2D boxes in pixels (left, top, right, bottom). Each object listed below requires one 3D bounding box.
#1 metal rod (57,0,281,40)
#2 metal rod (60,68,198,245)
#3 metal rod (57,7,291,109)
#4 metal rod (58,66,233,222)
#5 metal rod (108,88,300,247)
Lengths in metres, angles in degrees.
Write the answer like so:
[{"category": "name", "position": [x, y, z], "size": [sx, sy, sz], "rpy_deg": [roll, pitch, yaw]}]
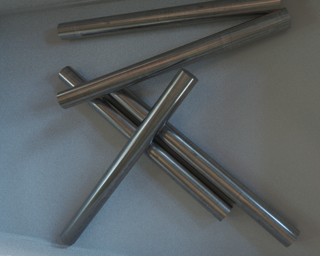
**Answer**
[{"category": "metal rod", "position": [-0.002, -0.145, 0.410], "size": [0.301, 0.025, 0.025], "rpy_deg": [-1, 90, 19]}, {"category": "metal rod", "position": [-0.051, 0.050, 0.405], "size": [0.025, 0.025, 0.299], "rpy_deg": [43, 111, 14]}, {"category": "metal rod", "position": [0.007, -0.082, 0.390], "size": [0.301, 0.025, 0.025], "rpy_deg": [-18, 84, 12]}, {"category": "metal rod", "position": [-0.029, 0.012, 0.419], "size": [0.300, 0.025, 0.025], "rpy_deg": [40, 103, 15]}, {"category": "metal rod", "position": [0.042, 0.034, 0.394], "size": [0.300, 0.025, 0.025], "rpy_deg": [40, 103, 15]}]
